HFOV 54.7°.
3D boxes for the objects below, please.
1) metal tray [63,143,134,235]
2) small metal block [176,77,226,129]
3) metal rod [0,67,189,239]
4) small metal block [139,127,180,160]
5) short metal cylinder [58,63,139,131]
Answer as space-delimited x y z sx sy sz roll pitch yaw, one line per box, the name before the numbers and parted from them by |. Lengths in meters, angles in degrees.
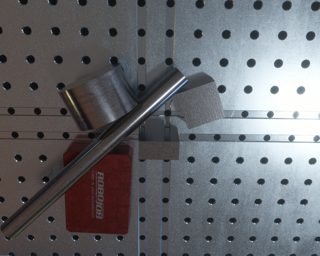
metal tray | -0.087 0.088 0.442 0.091 0.030 0.129 4 110 -2
small metal block | 0.052 -0.032 0.402 0.050 0.025 0.050 -19 109 6
metal rod | -0.085 0.034 0.392 0.300 0.025 0.025 -42 105 4
small metal block | -0.001 0.019 0.407 0.050 0.050 0.025 1 110 -1
short metal cylinder | -0.072 -0.038 0.369 0.080 0.080 0.050 -22 109 7
